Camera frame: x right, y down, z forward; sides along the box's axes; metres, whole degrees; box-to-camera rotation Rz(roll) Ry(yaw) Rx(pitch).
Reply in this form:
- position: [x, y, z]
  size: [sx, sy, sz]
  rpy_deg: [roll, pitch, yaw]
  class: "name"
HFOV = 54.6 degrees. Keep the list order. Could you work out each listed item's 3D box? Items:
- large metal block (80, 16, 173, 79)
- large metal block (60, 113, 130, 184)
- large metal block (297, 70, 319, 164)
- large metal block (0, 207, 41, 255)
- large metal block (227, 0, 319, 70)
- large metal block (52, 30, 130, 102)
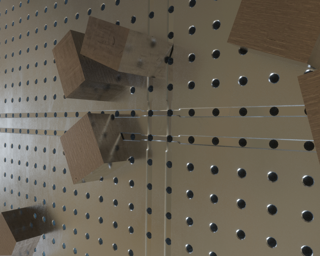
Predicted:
- position: [-0.044, -0.105, 0.411]
  size: [0.080, 0.081, 0.050]
  rpy_deg: [30, 109, 36]
  class: "large metal block"
- position: [-0.102, 0.032, 0.479]
  size: [0.080, 0.050, 0.080]
  rpy_deg: [-35, 69, 34]
  class: "large metal block"
- position: [0.170, -0.014, 0.253]
  size: [0.080, 0.050, 0.080]
  rpy_deg: [-17, 79, 39]
  class: "large metal block"
- position: [-0.299, 0.227, 0.642]
  size: [0.080, 0.050, 0.080]
  rpy_deg: [42, 115, 32]
  class: "large metal block"
- position: [0.123, -0.106, 0.292]
  size: [0.080, 0.050, 0.080]
  rpy_deg: [29, 108, 36]
  class: "large metal block"
- position: [-0.102, -0.088, 0.459]
  size: [0.050, 0.081, 0.080]
  rpy_deg: [-31, 71, 36]
  class: "large metal block"
